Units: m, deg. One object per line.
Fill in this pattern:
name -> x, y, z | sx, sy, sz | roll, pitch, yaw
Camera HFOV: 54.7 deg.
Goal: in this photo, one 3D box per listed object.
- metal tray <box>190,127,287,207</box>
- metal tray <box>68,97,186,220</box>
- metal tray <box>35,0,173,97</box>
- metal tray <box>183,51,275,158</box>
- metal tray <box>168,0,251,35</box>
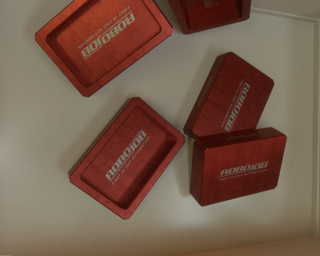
metal tray -> 0.109, 0.052, 0.433 | 0.131, 0.030, 0.089 | -8, 115, -20
metal tray -> -0.040, 0.037, 0.393 | 0.090, 0.030, 0.130 | 41, 77, -16
metal tray -> -0.062, -0.108, 0.352 | 0.130, 0.030, 0.090 | -34, 105, 13
metal tray -> 0.101, -0.031, 0.447 | 0.090, 0.030, 0.130 | 29, 81, -18
metal tray -> 0.058, -0.156, 0.360 | 0.090, 0.130, 0.030 | -10, 83, 13
